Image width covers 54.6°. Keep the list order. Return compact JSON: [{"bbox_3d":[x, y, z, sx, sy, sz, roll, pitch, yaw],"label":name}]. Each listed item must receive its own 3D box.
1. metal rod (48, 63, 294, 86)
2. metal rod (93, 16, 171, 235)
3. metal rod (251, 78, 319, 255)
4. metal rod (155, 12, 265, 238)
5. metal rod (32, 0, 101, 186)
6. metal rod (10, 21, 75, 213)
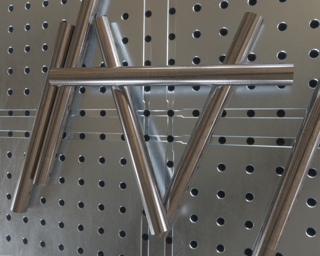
[{"bbox_3d":[0.000,-0.064,0.380,0.301,0.025,0.025,2,91,16],"label":"metal rod"},{"bbox_3d":[-0.041,-0.012,0.413,0.025,0.025,0.299,-21,78,19],"label":"metal rod"},{"bbox_3d":[0.143,0.090,0.361,0.025,0.025,0.298,20,97,19],"label":"metal rod"},{"bbox_3d":[0.056,0.002,0.393,0.025,0.025,0.299,26,98,18],"label":"metal rod"},{"bbox_3d":[-0.139,-0.057,0.462,0.025,0.025,0.298,20,96,19],"label":"metal rod"},{"bbox_3d":[-0.180,-0.012,0.476,0.025,0.025,0.298,19,96,19],"label":"metal rod"}]
